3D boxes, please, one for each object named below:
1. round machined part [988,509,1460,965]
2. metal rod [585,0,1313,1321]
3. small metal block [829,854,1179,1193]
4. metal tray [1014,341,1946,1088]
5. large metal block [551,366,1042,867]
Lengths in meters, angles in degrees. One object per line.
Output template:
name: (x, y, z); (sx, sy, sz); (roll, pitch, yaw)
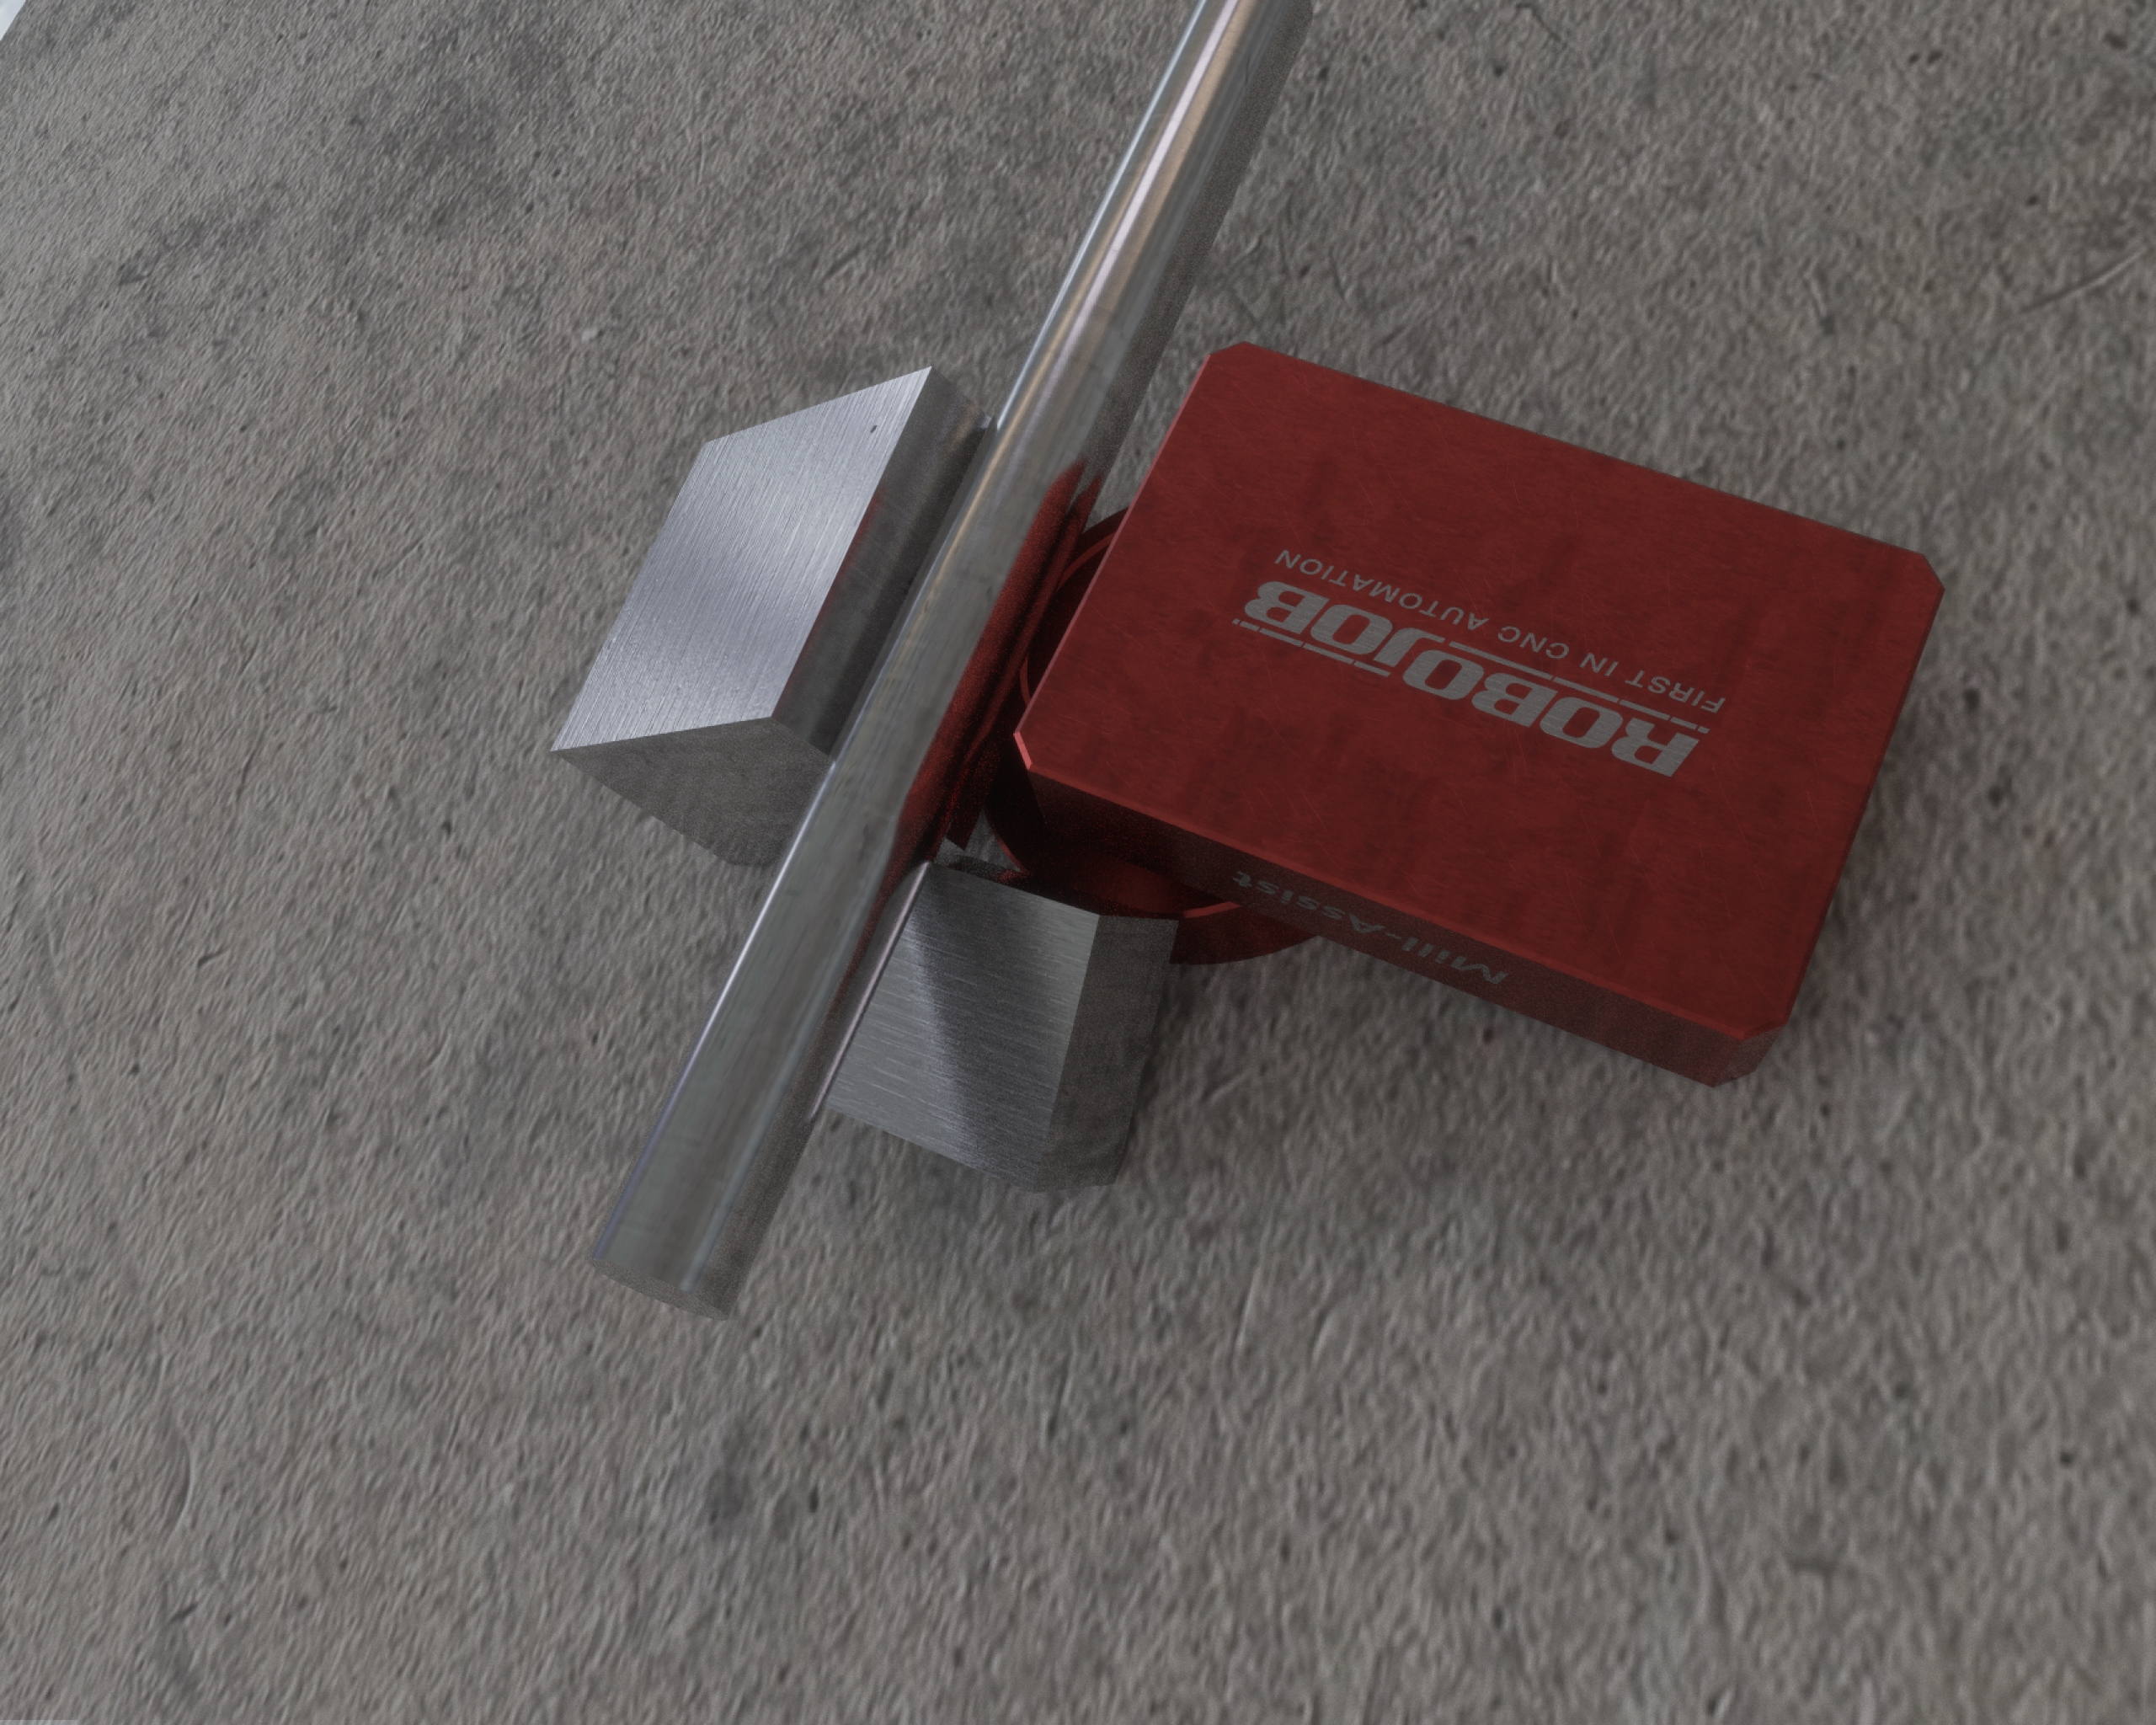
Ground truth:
round machined part: (0.024, -0.033, 0.402); (0.098, 0.042, 0.098); (-13, 56, 21)
metal rod: (-0.015, -0.059, 0.395); (0.025, 0.025, 0.300); (8, 63, 31)
small metal block: (-0.014, 0.028, 0.383); (0.050, 0.025, 0.050); (17, 96, 35)
metal tray: (0.067, -0.028, 0.356); (0.130, 0.030, 0.090); (21, 73, 14)
large metal block: (-0.052, -0.047, 0.432); (0.080, 0.050, 0.080); (-3, 58, 47)
